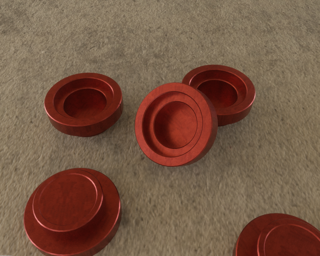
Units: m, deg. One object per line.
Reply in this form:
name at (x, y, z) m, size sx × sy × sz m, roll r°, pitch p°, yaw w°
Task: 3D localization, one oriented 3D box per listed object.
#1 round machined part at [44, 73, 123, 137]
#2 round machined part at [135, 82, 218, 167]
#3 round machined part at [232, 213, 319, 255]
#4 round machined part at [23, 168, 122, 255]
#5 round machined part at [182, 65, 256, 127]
round machined part at (-0.098, -0.026, 0.413) m, size 0.099 × 0.042 × 0.098 m, roll 0°, pitch 50°, yaw 0°
round machined part at (0.022, -0.003, 0.373) m, size 0.098 × 0.042 × 0.097 m, roll -3°, pitch 83°, yaw 27°
round machined part at (0.121, 0.125, 0.289) m, size 0.099 × 0.042 × 0.098 m, roll 0°, pitch 50°, yaw 0°
round machined part at (-0.091, 0.082, 0.322) m, size 0.099 × 0.042 × 0.098 m, roll 0°, pitch 50°, yaw 0°
round machined part at (0.077, -0.040, 0.427) m, size 0.099 × 0.042 × 0.098 m, roll 0°, pitch 50°, yaw 0°
